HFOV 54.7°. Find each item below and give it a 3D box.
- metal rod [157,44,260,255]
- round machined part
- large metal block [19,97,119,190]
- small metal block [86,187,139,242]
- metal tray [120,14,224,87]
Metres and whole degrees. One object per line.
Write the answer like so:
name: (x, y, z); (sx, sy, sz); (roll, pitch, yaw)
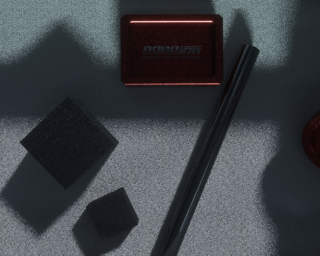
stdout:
metal rod: (0.064, 0.032, 0.412); (0.025, 0.025, 0.299); (22, 90, -1)
round machined part: (0.236, 0.013, 0.388); (0.042, 0.098, 0.098); (-36, 91, -40)
large metal block: (-0.112, 0.018, 0.397); (0.080, 0.050, 0.080); (-44, 91, 0)
small metal block: (-0.062, 0.113, 0.411); (0.050, 0.025, 0.050); (-25, 90, -1)
metal tray: (0.015, -0.100, 0.408); (0.131, 0.030, 0.089); (0, 90, -1)
